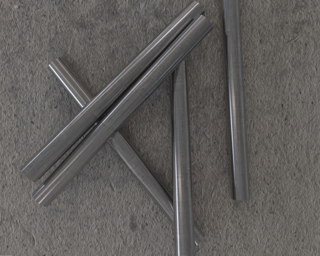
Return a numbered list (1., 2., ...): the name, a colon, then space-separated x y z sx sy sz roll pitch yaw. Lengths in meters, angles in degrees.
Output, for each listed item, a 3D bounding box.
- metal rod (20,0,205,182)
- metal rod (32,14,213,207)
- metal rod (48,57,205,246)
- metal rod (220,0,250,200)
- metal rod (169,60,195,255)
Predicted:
1. metal rod: -0.053 -0.051 0.389 0.025 0.025 0.300 44 82 0
2. metal rod: -0.045 -0.022 0.384 0.025 0.025 0.300 43 89 0
3. metal rod: -0.044 0.032 0.409 0.025 0.025 0.300 -38 90 0
4. metal rod: 0.098 -0.056 0.410 0.025 0.025 0.298 -3 90 0
5. metal rod: 0.028 0.062 0.391 0.025 0.025 0.298 -2 83 0
